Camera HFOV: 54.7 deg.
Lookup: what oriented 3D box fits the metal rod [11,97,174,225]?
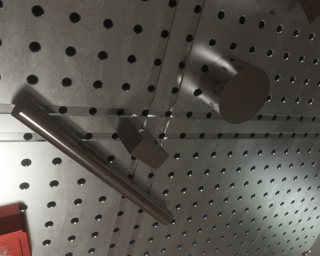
[{"bbox_3d":[-0.066,0.063,0.415,0.025,0.025,0.300,-42,130,0],"label":"metal rod"}]

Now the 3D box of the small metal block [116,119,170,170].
[{"bbox_3d":[-0.022,0.021,0.397,0.025,0.050,0.050,-48,129,6],"label":"small metal block"}]

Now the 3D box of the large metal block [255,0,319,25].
[{"bbox_3d":[0.143,-0.171,0.350,0.050,0.080,0.080,-49,129,6],"label":"large metal block"}]

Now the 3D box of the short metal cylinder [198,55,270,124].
[{"bbox_3d":[0.099,-0.052,0.419,0.081,0.050,0.079,-14,125,-21],"label":"short metal cylinder"}]

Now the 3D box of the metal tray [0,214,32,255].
[{"bbox_3d":[-0.232,0.164,0.383,0.131,0.030,0.089,-9,123,-24],"label":"metal tray"}]
